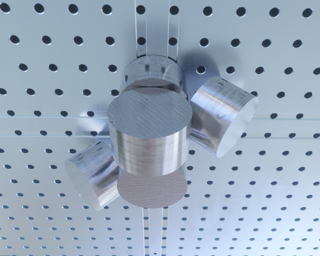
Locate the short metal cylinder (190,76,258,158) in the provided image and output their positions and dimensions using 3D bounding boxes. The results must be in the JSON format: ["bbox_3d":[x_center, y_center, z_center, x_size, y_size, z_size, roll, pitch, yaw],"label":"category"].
[{"bbox_3d":[0.068,-0.013,0.356,0.050,0.081,0.079,35,134,24],"label":"short metal cylinder"}]

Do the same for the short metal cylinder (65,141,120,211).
[{"bbox_3d":[-0.085,0.065,0.422,0.050,0.080,0.079,-33,139,-31],"label":"short metal cylinder"}]

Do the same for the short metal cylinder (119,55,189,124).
[{"bbox_3d":[-0.008,-0.037,0.363,0.081,0.050,0.079,0,131,0],"label":"short metal cylinder"}]

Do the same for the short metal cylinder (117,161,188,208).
[{"bbox_3d":[-0.009,0.052,0.373,0.081,0.050,0.079,0,130,0],"label":"short metal cylinder"}]

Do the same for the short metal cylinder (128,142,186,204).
[{"bbox_3d":[-0.005,0.066,0.451,0.081,0.050,0.079,-1,131,0],"label":"short metal cylinder"}]

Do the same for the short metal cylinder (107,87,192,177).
[{"bbox_3d":[-0.010,0.002,0.310,0.081,0.080,0.050,0,130,-1],"label":"short metal cylinder"}]
